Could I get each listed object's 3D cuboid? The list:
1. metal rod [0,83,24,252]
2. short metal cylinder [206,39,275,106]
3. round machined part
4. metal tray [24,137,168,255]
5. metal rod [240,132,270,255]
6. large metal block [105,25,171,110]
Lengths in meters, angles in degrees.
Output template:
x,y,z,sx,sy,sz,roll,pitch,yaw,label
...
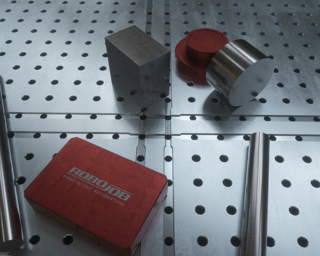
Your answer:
x,y,z,sx,sy,sz,roll,pitch,yaw,label
-0.208,0.011,0.395,0.025,0.025,0.300,-18,53,-15,metal rod
0.113,-0.077,0.439,0.081,0.080,0.050,-25,55,-20,short metal cylinder
0.073,-0.126,0.503,0.099,0.042,0.098,0,50,0,round machined part
-0.068,0.071,0.344,0.130,0.030,0.090,21,53,16,metal tray
0.091,0.125,0.303,0.025,0.025,0.300,11,51,9,metal rod
-0.031,-0.087,0.444,0.050,0.080,0.080,-32,57,-24,large metal block
